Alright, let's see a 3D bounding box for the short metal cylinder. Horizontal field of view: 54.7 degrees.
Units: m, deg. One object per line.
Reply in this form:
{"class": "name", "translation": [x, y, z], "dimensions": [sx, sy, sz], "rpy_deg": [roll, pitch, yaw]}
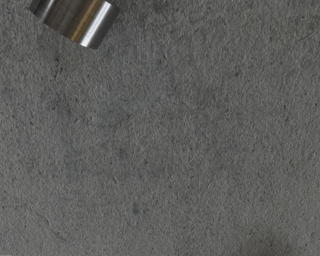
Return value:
{"class": "short metal cylinder", "translation": [-0.089, -0.129, 0.332], "dimensions": [0.080, 0.080, 0.050], "rpy_deg": [32, 107, -11]}
